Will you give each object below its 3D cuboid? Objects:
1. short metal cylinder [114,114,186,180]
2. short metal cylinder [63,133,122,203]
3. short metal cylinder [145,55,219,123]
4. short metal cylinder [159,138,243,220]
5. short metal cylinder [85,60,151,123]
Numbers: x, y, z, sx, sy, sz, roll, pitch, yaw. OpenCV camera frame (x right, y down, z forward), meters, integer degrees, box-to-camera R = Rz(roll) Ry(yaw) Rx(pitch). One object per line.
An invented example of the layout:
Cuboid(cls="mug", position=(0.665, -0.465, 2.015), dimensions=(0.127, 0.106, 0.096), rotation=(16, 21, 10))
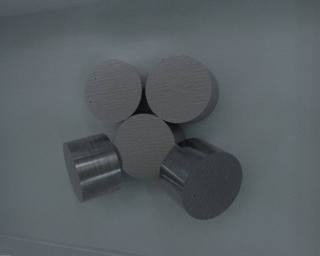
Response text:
Cuboid(cls="short metal cylinder", position=(-0.011, 0.022, 0.397), dimensions=(0.080, 0.050, 0.079), rotation=(0, 90, 19))
Cuboid(cls="short metal cylinder", position=(-0.089, 0.051, 0.404), dimensions=(0.050, 0.080, 0.080), rotation=(-16, 83, -26))
Cuboid(cls="short metal cylinder", position=(0.029, -0.046, 0.385), dimensions=(0.080, 0.050, 0.079), rotation=(0, 90, 19))
Cuboid(cls="short metal cylinder", position=(0.047, 0.057, 0.356), dimensions=(0.050, 0.081, 0.080), rotation=(30, 103, 57))
Cuboid(cls="short metal cylinder", position=(-0.051, -0.046, 0.412), dimensions=(0.080, 0.050, 0.079), rotation=(0, 90, 19))
